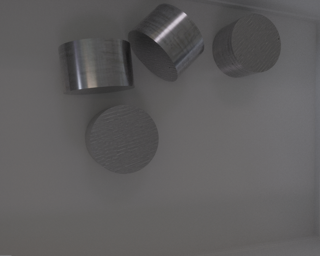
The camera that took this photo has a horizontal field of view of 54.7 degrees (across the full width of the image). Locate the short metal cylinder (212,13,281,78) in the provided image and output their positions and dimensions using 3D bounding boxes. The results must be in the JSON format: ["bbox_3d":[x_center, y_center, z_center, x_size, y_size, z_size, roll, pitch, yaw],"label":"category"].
[{"bbox_3d":[0.123,-0.115,0.442,0.081,0.050,0.080,0,90,-20],"label":"short metal cylinder"}]

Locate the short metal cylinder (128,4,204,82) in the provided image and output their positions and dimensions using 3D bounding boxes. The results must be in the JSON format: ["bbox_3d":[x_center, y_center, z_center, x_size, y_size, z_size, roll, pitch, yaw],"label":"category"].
[{"bbox_3d":[0.007,-0.104,0.384,0.080,0.080,0.050,46,76,-14],"label":"short metal cylinder"}]

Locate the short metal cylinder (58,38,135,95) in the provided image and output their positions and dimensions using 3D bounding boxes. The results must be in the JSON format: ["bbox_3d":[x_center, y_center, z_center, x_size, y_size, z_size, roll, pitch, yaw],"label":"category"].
[{"bbox_3d":[-0.072,-0.068,0.355,0.081,0.080,0.050,-7,93,-20],"label":"short metal cylinder"}]

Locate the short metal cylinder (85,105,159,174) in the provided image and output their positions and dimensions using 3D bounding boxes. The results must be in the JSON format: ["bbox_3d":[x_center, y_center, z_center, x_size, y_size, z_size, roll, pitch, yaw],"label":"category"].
[{"bbox_3d":[-0.048,0.013,0.379,0.081,0.050,0.080,0,90,-20],"label":"short metal cylinder"}]
